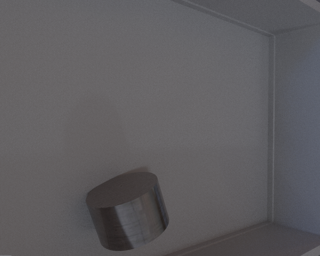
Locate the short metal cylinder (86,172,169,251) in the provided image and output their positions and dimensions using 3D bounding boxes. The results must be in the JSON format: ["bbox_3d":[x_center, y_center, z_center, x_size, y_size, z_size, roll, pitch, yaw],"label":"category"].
[{"bbox_3d":[-0.035,0.089,0.343,0.081,0.080,0.050,-25,106,-37],"label":"short metal cylinder"}]
